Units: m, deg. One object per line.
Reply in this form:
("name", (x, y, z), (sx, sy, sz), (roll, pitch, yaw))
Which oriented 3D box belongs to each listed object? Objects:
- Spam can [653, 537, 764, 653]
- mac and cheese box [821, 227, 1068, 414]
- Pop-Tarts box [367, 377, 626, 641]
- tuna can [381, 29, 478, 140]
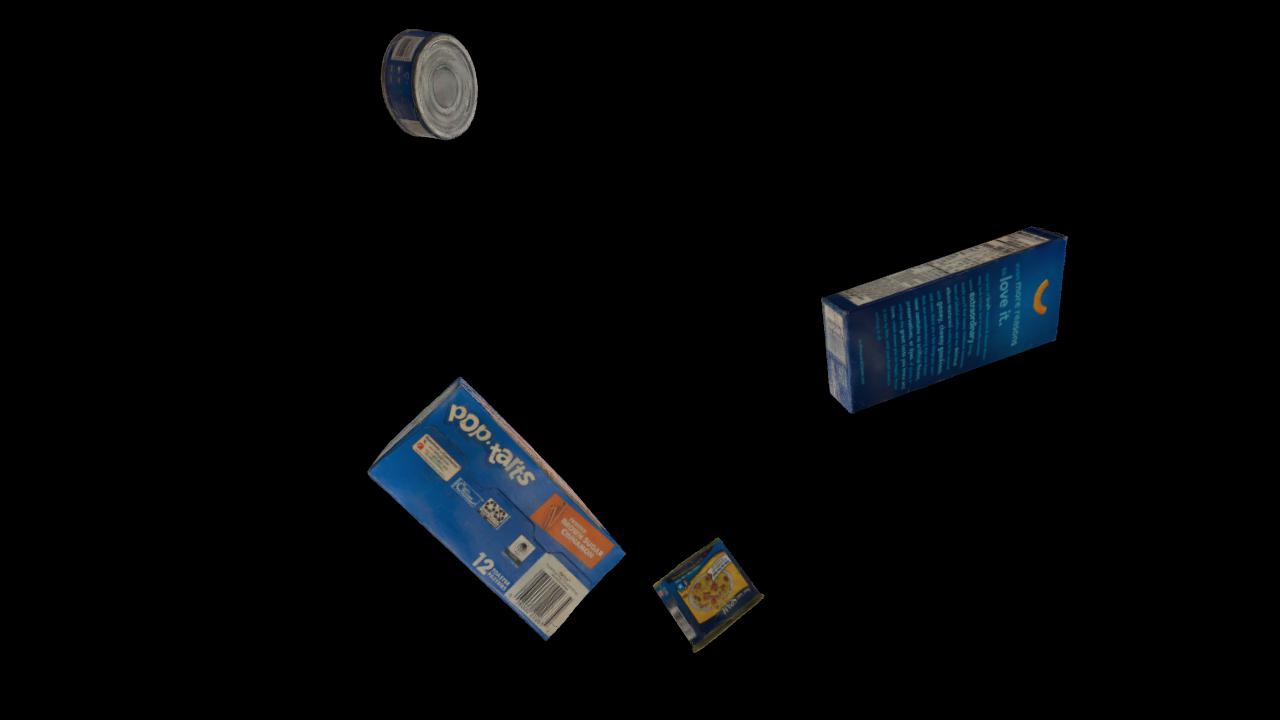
("Spam can", (0.078, 0.269, 0.714), (0.101, 0.085, 0.058), (-25, -24, -32))
("mac and cheese box", (0.237, -0.032, 0.483), (0.184, 0.093, 0.041), (-18, 28, -6))
("Pop-Tarts box", (-0.108, 0.101, 0.471), (0.083, 0.167, 0.141), (-44, 11, -12))
("tuna can", (-0.174, -0.230, 0.517), (0.034, 0.084, 0.084), (15, 5, 19))
